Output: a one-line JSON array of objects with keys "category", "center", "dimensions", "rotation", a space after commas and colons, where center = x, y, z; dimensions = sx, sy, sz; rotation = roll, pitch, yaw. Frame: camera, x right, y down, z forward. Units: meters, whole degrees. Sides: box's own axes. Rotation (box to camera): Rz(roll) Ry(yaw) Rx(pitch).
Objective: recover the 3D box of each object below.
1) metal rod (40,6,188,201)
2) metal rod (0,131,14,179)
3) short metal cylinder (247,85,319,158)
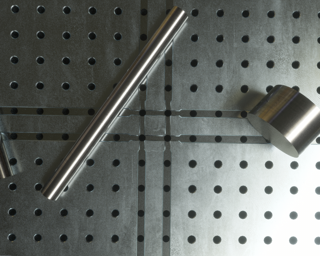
[{"category": "metal rod", "center": [-0.060, -0.033, 0.412], "dimensions": [0.025, 0.025, 0.299], "rotation": [36, 90, -1]}, {"category": "metal rod", "center": [-0.252, -0.076, 0.409], "dimensions": [0.025, 0.025, 0.298], "rotation": [-17, 90, 0]}, {"category": "short metal cylinder", "center": [0.157, -0.008, 0.388], "dimensions": [0.080, 0.080, 0.050], "rotation": [44, 90, -1]}]
